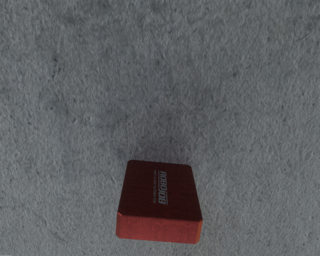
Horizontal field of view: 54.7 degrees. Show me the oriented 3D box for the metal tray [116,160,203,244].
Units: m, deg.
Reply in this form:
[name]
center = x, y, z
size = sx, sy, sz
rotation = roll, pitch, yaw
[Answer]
[metal tray]
center = -0.001, 0.085, 0.385
size = 0.091, 0.130, 0.030
rotation = 6, 110, -3
